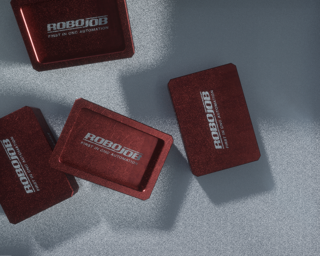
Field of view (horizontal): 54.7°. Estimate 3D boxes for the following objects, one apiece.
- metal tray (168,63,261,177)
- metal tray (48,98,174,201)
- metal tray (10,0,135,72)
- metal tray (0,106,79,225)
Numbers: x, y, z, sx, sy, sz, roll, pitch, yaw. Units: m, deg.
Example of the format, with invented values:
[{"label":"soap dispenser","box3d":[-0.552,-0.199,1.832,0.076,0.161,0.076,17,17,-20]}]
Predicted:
[{"label":"metal tray","box3d":[0.069,-0.010,0.409,0.090,0.030,0.129,-15,90,0]},{"label":"metal tray","box3d":[-0.060,0.027,0.391,0.131,0.030,0.090,23,89,-15]},{"label":"metal tray","box3d":[-0.103,-0.126,0.388,0.131,0.030,0.089,-9,118,0]},{"label":"metal tray","box3d":[-0.177,0.047,0.407,0.090,0.030,0.130,-27,90,0]}]
